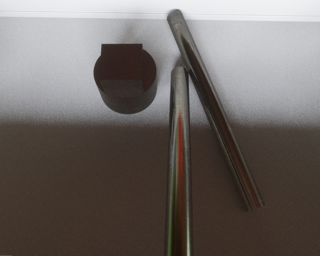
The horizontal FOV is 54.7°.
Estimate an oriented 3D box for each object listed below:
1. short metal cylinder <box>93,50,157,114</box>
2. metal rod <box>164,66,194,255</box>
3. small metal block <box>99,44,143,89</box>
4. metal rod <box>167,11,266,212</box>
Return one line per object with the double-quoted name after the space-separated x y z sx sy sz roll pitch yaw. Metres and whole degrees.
-0.045 -0.065 0.419 0.081 0.050 0.080 0 70 0 "short metal cylinder"
0.021 0.028 0.334 0.025 0.025 0.300 3 45 1 "metal rod"
-0.047 -0.076 0.384 0.050 0.025 0.050 0 70 -1 "small metal block"
0.069 -0.036 0.423 0.025 0.025 0.299 -17 71 -7 "metal rod"
